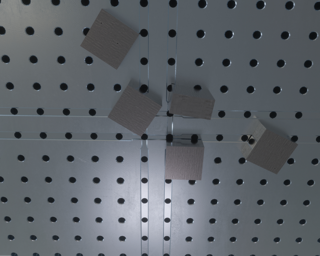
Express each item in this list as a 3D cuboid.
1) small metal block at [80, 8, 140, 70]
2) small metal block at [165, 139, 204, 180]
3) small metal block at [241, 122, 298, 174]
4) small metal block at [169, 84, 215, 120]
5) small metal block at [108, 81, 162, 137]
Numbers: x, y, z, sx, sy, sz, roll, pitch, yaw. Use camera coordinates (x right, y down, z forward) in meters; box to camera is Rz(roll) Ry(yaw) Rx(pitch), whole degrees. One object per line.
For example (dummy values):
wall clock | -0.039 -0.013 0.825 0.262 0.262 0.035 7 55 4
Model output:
small metal block | -0.059 -0.107 0.374 0.050 0.025 0.050 32 107 -11
small metal block | 0.033 0.044 0.430 0.050 0.025 0.050 2 110 -1
small metal block | 0.149 0.028 0.425 0.050 0.025 0.050 25 108 -9
small metal block | 0.038 -0.034 0.388 0.050 0.050 0.025 9 110 -4
small metal block | -0.032 -0.025 0.404 0.050 0.025 0.050 32 107 -11
